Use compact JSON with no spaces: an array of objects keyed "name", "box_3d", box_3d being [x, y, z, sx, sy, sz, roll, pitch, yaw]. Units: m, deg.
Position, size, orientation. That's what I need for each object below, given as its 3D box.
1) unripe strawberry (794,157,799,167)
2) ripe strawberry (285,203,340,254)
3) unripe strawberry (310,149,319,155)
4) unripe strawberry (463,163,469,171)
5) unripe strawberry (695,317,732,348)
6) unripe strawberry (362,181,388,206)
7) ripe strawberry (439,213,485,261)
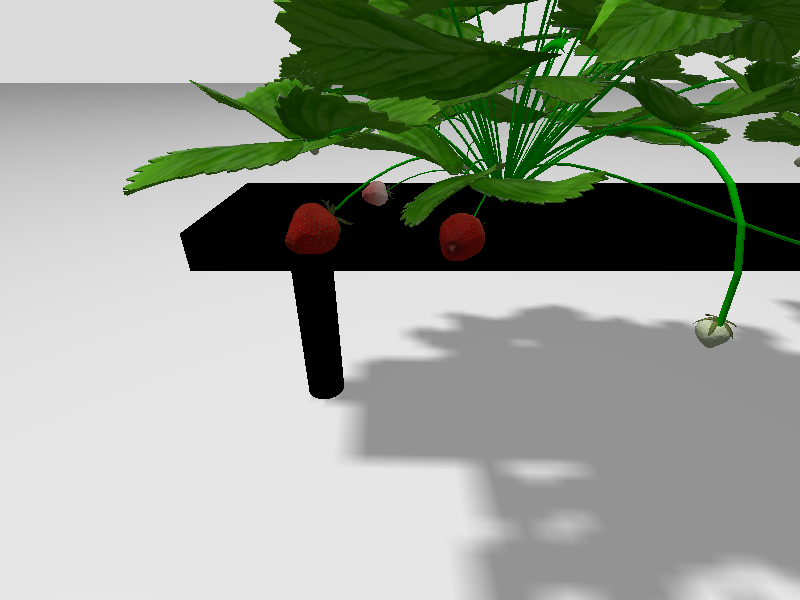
[{"name":"unripe strawberry","box_3d":[0.473,-0.163,0.470,0.015,0.015,0.016,-14,14,-22]},{"name":"ripe strawberry","box_3d":[-0.055,-0.042,0.246,0.034,0.029,0.034,-41,45,-17]},{"name":"unripe strawberry","box_3d":[-0.096,-0.169,0.450,0.011,0.011,0.011,18,35,29]},{"name":"unripe strawberry","box_3d":[0.073,-0.147,0.442,0.009,0.010,0.010,-5,30,-8]},{"name":"unripe strawberry","box_3d":[0.119,0.013,0.153,0.011,0.011,0.011,-4,30,-6]},{"name":"unripe strawberry","box_3d":[-0.021,-0.090,0.339,0.021,0.021,0.020,-9,31,-1]},{"name":"ripe strawberry","box_3d":[0.036,-0.036,0.239,0.028,0.029,0.030,12,33,20]}]
